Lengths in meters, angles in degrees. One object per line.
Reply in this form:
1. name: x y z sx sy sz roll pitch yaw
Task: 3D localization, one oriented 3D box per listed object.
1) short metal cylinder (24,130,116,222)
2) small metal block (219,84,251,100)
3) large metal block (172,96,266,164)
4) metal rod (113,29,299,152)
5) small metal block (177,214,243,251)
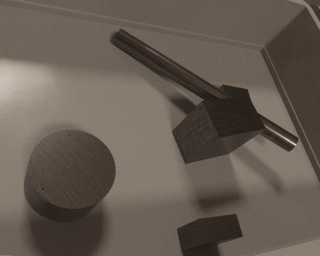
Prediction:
1. short metal cylinder: -0.091 0.048 0.312 0.081 0.050 0.080 14 56 -21
2. small metal block: 0.119 -0.039 0.496 0.050 0.025 0.050 6 59 -26
3. large metal block: 0.076 0.003 0.411 0.081 0.080 0.050 -8 66 -32
4. metal rod: 0.065 -0.056 0.453 0.301 0.025 0.025 32 51 1
5. small metal block: 0.055 0.118 0.349 0.050 0.050 0.025 2 61 -28
